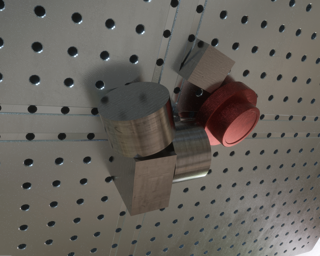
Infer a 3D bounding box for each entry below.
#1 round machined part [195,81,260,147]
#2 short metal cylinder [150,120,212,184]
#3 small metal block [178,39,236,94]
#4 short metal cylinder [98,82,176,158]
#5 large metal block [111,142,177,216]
[{"bbox_3d":[0.099,-0.012,0.431,0.099,0.042,0.097,-26,142,-22],"label":"round machined part"},{"bbox_3d":[0.024,0.031,0.408,0.050,0.080,0.079,-7,122,-25],"label":"short metal cylinder"},{"bbox_3d":[0.060,-0.077,0.396,0.050,0.025,0.050,21,107,-36],"label":"small metal block"},{"bbox_3d":[-0.025,-0.012,0.355,0.081,0.080,0.050,-23,127,-15],"label":"short metal cylinder"},{"bbox_3d":[-0.025,0.049,0.393,0.050,0.080,0.079,-7,122,-25],"label":"large metal block"}]
